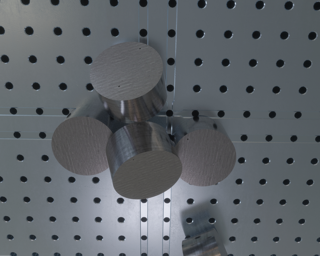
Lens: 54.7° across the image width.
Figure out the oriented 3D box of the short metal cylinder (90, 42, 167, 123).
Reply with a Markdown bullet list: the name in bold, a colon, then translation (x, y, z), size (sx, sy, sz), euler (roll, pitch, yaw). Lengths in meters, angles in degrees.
- **short metal cylinder**: translation (-0.034, -0.052, 0.358), size (0.080, 0.080, 0.050), euler (-8, 152, 3)

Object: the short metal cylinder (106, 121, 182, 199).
- **short metal cylinder**: translation (-0.020, 0.039, 0.366), size (0.081, 0.050, 0.079), euler (-11, 132, -12)

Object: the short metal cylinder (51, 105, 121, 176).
- **short metal cylinder**: translation (-0.093, 0.015, 0.405), size (0.081, 0.050, 0.079), euler (0, 110, 0)

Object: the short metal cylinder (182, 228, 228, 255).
- **short metal cylinder**: translation (0.072, 0.196, 0.457), size (0.050, 0.080, 0.080), euler (-24, 108, 9)

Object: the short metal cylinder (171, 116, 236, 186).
- **short metal cylinder**: translation (0.055, 0.030, 0.411), size (0.081, 0.050, 0.079), euler (0, 110, 0)
